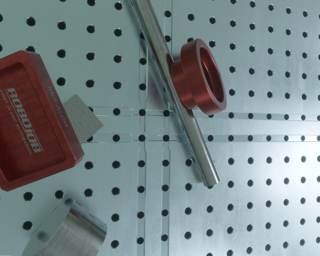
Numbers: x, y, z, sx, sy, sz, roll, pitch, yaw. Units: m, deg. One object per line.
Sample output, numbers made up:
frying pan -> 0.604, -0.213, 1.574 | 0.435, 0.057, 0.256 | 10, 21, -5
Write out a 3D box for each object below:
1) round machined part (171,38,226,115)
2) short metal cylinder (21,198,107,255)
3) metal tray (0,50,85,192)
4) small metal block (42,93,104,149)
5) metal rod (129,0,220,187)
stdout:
round machined part -> 0.049, -0.063, 0.404 | 0.042, 0.098, 0.098 | -18, 99, 25
short metal cylinder -> -0.105, 0.126, 0.345 | 0.050, 0.080, 0.080 | 44, 76, -15
metal tray -> -0.151, -0.007, 0.335 | 0.090, 0.030, 0.129 | -21, 98, 6
small metal block -> -0.105, -0.006, 0.374 | 0.050, 0.025, 0.050 | -43, 104, -15
metal rod -> 0.018, -0.059, 0.420 | 0.025, 0.025, 0.299 | -25, 99, -19
